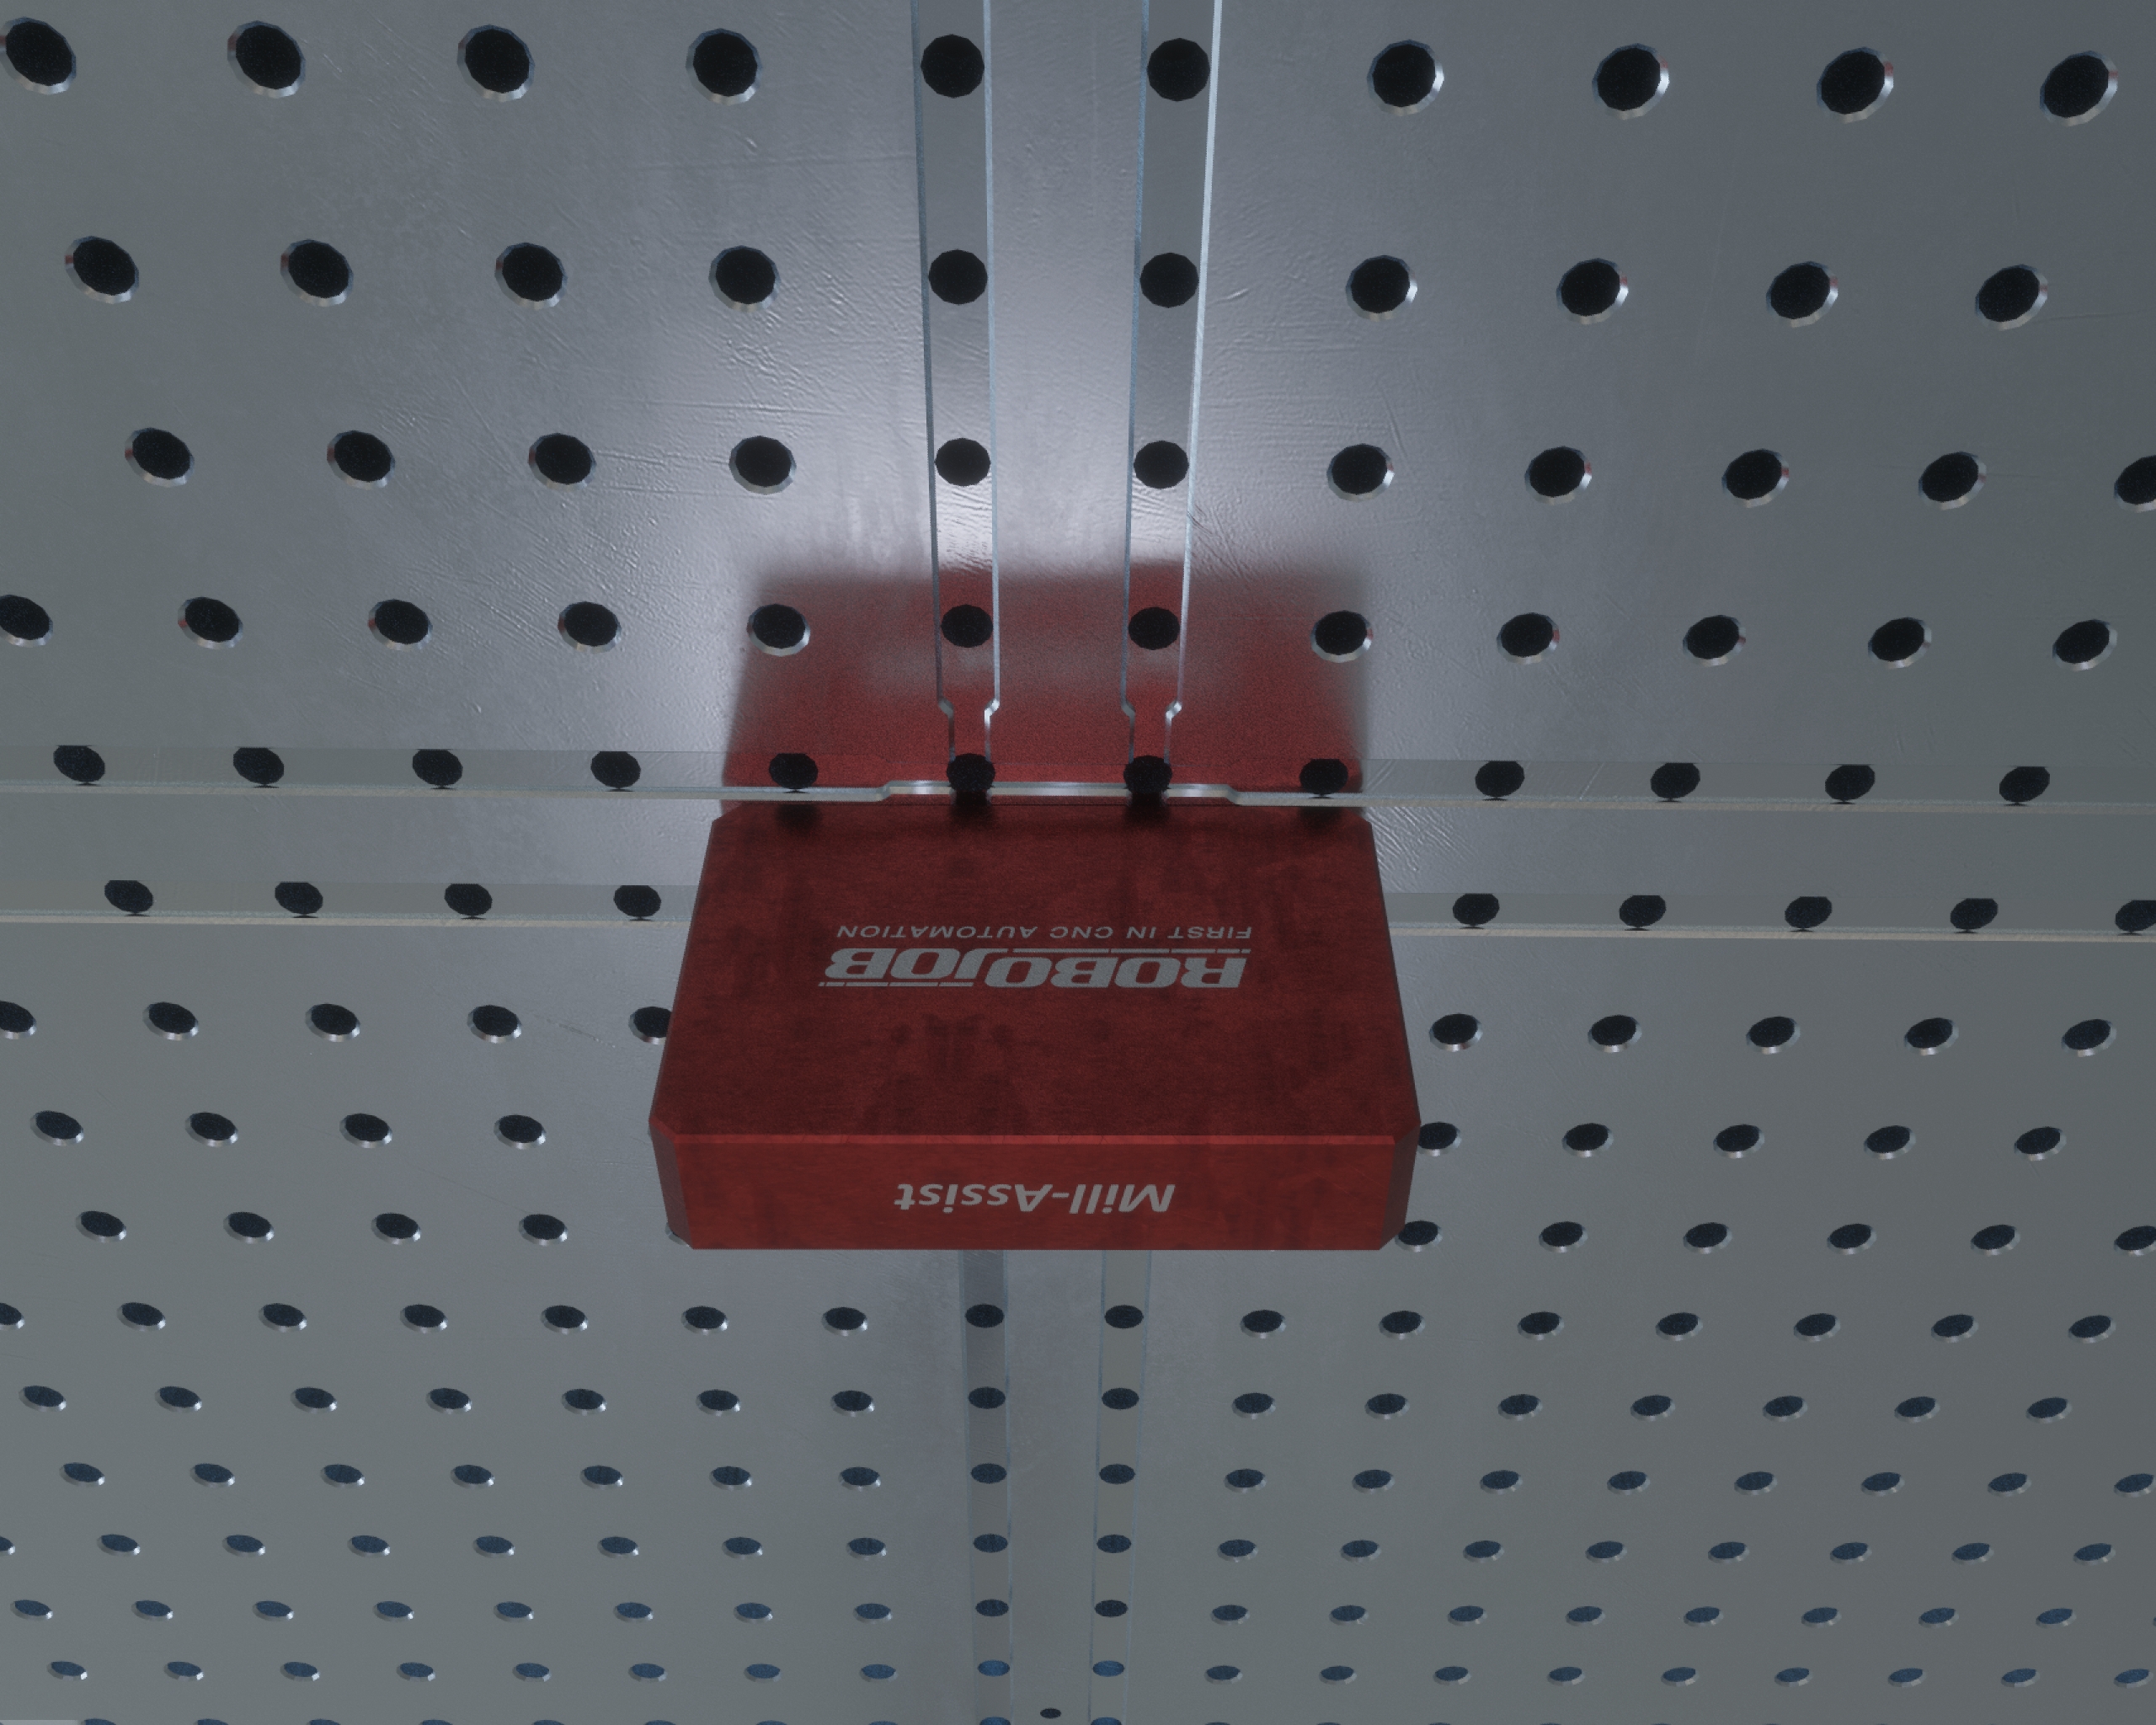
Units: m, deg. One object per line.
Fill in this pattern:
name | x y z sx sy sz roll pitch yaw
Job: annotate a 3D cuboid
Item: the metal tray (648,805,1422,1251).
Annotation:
metal tray | -0.007 0.028 0.392 0.131 0.090 0.030 0 130 0
